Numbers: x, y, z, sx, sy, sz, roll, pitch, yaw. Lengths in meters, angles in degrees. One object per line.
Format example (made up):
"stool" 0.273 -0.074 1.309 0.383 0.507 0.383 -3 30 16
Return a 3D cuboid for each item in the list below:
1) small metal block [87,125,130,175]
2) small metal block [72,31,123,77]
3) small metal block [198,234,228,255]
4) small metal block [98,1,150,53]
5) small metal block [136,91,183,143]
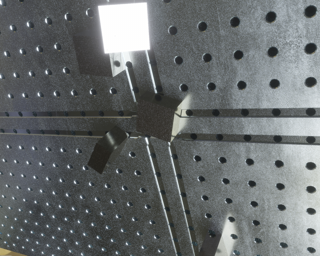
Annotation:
"small metal block" -0.075 0.032 0.452 0.025 0.050 0.050 34 129 5
"small metal block" -0.078 -0.094 0.392 0.050 0.025 0.050 9 123 23
"small metal block" 0.082 0.200 0.475 0.025 0.050 0.050 -5 116 30
"small metal block" -0.039 -0.114 0.346 0.050 0.025 0.050 -7 120 -6
"small metal block" -0.002 -0.015 0.402 0.050 0.025 0.050 18 126 17
